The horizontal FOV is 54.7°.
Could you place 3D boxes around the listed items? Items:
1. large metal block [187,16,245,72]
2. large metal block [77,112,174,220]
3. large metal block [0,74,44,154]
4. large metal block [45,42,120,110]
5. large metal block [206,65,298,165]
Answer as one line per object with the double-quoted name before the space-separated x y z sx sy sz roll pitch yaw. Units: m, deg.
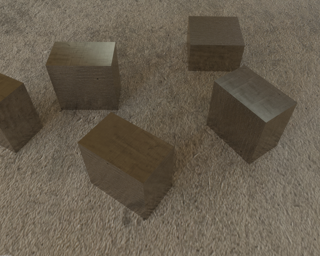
"large metal block" 0.086 -0.137 0.503 0.080 0.050 0.080 1 50 1
"large metal block" -0.033 0.041 0.332 0.080 0.080 0.050 28 56 21
"large metal block" -0.205 -0.024 0.386 0.080 0.080 0.050 22 54 17
"large metal block" -0.100 -0.070 0.425 0.081 0.080 0.050 0 50 0
"large metal block" 0.107 -0.016 0.382 0.050 0.080 0.080 -29 56 -22
